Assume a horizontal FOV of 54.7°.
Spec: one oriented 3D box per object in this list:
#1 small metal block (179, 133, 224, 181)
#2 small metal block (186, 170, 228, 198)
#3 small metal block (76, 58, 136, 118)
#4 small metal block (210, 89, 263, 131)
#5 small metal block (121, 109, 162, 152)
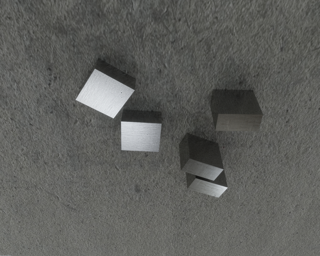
[{"bbox_3d":[0.055,0.039,0.424,0.050,0.050,0.025,19,128,-16],"label":"small metal block"},{"bbox_3d":[0.066,0.068,0.449,0.050,0.050,0.025,19,128,-15],"label":"small metal block"},{"bbox_3d":[-0.064,-0.046,0.367,0.050,0.025,0.050,27,125,-22],"label":"small metal block"},{"bbox_3d":[0.090,-0.022,0.373,0.050,0.050,0.025,1,130,-1],"label":"small metal block"},{"bbox_3d":[-0.025,0.004,0.410,0.050,0.025,0.050,3,130,-3],"label":"small metal block"}]
